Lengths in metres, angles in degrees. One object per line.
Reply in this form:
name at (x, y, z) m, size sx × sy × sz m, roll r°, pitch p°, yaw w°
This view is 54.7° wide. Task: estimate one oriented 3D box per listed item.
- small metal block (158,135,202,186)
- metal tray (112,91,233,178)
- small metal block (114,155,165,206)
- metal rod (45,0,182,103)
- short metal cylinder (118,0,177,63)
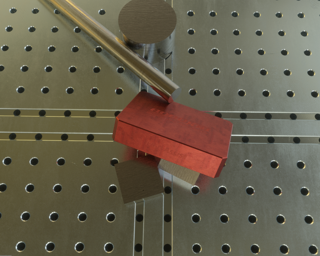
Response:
small metal block at (0.032, 0.035, 0.386) m, size 0.050 × 0.025 × 0.050 m, roll 26°, pitch 110°, yaw 8°
metal tray at (0.019, 0.003, 0.381) m, size 0.131 × 0.030 × 0.090 m, roll 20°, pitch 32°, yaw 7°
small metal block at (-0.025, 0.065, 0.388) m, size 0.050 × 0.025 × 0.050 m, roll -15°, pitch 71°, yaw -6°
metal rod at (-0.088, -0.136, 0.447) m, size 0.300 × 0.025 × 0.025 m, roll 41°, pitch 75°, yaw 18°
short metal cylinder at (-0.017, -0.141, 0.450) m, size 0.081 × 0.050 × 0.080 m, roll 0°, pitch 70°, yaw -1°
